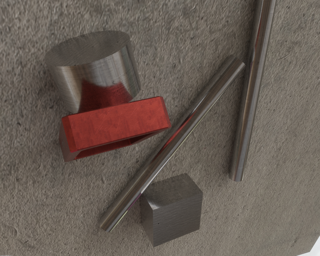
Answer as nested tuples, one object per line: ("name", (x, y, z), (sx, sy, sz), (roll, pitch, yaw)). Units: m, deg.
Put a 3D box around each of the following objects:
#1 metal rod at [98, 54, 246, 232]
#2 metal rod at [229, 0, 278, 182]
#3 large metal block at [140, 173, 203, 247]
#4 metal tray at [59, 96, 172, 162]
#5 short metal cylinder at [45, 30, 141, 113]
("metal rod", (0.012, 0.027, 0.431), (0.025, 0.025, 0.299), (32, 101, -39))
("metal rod", (0.132, -0.043, 0.454), (0.025, 0.025, 0.298), (-14, 124, -21))
("large metal block", (0.016, 0.125, 0.479), (0.081, 0.050, 0.079), (-14, 124, -21))
("metal tray", (-0.054, 0.005, 0.320), (0.091, 0.130, 0.030), (-14, 85, -21))
("short metal cylinder", (-0.063, -0.056, 0.303), (0.081, 0.080, 0.050), (-23, 127, -15))
